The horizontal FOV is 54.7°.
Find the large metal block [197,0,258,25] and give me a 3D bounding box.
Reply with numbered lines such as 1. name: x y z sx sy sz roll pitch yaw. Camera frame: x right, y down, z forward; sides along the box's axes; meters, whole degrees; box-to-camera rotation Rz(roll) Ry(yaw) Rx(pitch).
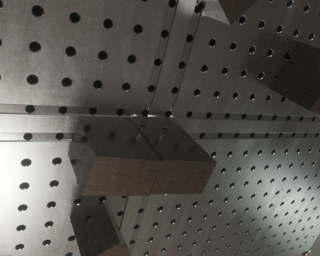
1. large metal block: 0.075 -0.173 0.330 0.080 0.050 0.080 -43 130 1

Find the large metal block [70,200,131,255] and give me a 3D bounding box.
1. large metal block: -0.078 0.165 0.436 0.050 0.080 0.080 -27 128 -12

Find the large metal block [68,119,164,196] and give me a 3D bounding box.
1. large metal block: -0.055 0.035 0.368 0.081 0.080 0.050 9 114 -33

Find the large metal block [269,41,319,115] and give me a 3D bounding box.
1. large metal block: 0.226 -0.072 0.457 0.050 0.080 0.079 13 112 -34

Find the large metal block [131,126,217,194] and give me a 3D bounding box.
1. large metal block: 0.013 0.042 0.411 0.081 0.080 0.050 7 115 -32
